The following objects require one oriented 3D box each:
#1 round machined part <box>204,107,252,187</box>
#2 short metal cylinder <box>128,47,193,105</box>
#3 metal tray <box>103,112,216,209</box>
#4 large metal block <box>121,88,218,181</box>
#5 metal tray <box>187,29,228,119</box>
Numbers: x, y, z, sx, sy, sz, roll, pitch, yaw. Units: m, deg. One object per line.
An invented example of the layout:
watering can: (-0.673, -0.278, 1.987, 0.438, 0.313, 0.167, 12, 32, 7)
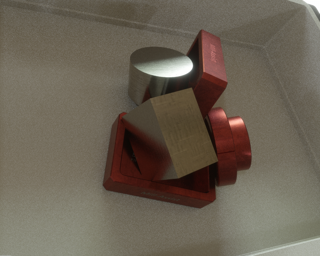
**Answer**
round machined part: (0.083, 0.021, 0.386, 0.042, 0.098, 0.098, -9, 63, 1)
short metal cylinder: (-0.001, -0.067, 0.410, 0.081, 0.050, 0.080, 6, 39, -4)
metal tray: (0.003, 0.040, 0.378, 0.131, 0.030, 0.090, 16, 55, -19)
large metal block: (0.007, 0.010, 0.338, 0.050, 0.080, 0.080, -18, 87, -29)
metal tray: (0.047, -0.062, 0.407, 0.030, 0.089, 0.130, 22, 38, -12)
